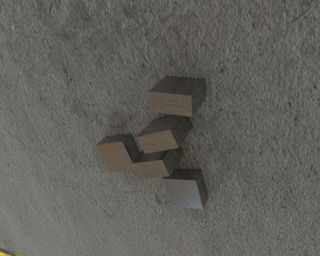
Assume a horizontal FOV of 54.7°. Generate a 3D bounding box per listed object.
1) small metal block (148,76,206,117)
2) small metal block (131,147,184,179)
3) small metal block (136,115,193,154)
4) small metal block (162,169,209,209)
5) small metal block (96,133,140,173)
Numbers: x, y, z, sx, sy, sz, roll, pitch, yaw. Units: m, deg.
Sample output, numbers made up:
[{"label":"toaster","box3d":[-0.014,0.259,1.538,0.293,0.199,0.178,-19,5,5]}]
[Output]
[{"label":"small metal block","box3d":[0.021,-0.038,0.356,0.050,0.050,0.025,9,122,24]},{"label":"small metal block","box3d":[-0.003,0.042,0.418,0.050,0.050,0.025,-11,113,33]},{"label":"small metal block","box3d":[0.007,0.005,0.390,0.050,0.050,0.025,-13,112,33]},{"label":"small metal block","box3d":[0.037,0.086,0.441,0.050,0.025,0.050,-2,118,29]},{"label":"small metal block","box3d":[-0.059,0.037,0.461,0.050,0.025,0.050,-9,114,32]}]
